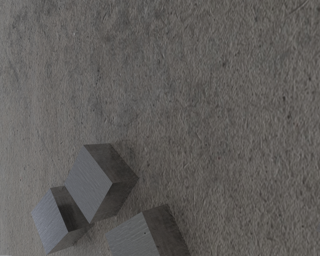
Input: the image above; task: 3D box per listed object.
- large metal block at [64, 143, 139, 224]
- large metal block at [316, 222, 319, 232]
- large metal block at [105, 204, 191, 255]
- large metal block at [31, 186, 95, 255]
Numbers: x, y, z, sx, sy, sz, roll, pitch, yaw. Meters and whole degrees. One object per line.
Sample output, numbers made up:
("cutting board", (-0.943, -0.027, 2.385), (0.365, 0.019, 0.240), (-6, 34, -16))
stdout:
("large metal block", (-0.089, 0.080, 0.463), (0.080, 0.050, 0.080), (45, 117, 30))
("large metal block", (0.182, 0.060, 0.238), (0.080, 0.050, 0.079), (26, 106, 37))
("large metal block", (-0.016, 0.156, 0.402), (0.080, 0.050, 0.080), (-39, 66, 33))
("large metal block", (-0.167, 0.154, 0.527), (0.080, 0.050, 0.080), (-47, 62, 29))
